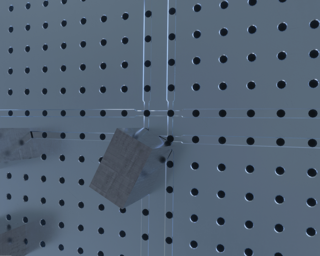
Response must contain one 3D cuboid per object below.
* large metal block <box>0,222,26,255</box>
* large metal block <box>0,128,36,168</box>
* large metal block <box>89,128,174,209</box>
[{"bbox_3d":[-0.271,0.183,0.480,0.080,0.080,0.050,-2,90,20],"label":"large metal block"},{"bbox_3d":[-0.255,0.035,0.475,0.080,0.080,0.050,-16,85,19],"label":"large metal block"},{"bbox_3d":[-0.033,0.047,0.395,0.050,0.080,0.080,29,100,17],"label":"large metal block"}]
